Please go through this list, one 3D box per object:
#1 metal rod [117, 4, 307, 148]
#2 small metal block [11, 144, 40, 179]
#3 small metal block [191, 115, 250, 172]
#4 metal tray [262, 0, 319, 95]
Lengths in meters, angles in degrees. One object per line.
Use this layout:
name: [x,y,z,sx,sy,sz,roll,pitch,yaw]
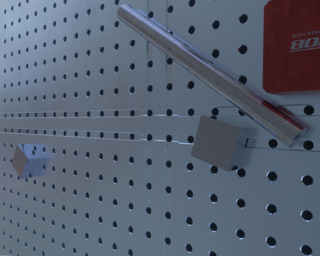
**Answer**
metal rod: [0.041,-0.080,0.375,0.300,0.025,0.025,44,116,31]
small metal block: [-0.279,0.068,0.640,0.050,0.025,0.050,40,114,32]
small metal block: [0.068,0.016,0.353,0.050,0.025,0.050,21,104,38]
metal tray: [0.160,-0.078,0.274,0.130,0.030,0.089,1,91,40]
